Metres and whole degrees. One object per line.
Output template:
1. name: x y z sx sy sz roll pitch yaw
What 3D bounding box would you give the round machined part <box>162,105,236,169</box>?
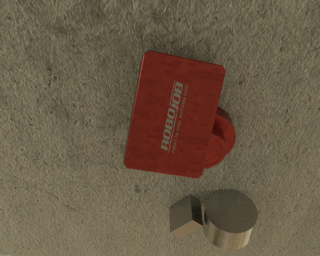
1. round machined part: 0.051 0.018 0.412 0.099 0.042 0.097 0 130 0

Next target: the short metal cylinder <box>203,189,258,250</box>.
1. short metal cylinder: 0.111 0.146 0.497 0.081 0.080 0.050 0 130 0

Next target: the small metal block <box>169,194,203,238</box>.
1. small metal block: 0.042 0.147 0.516 0.025 0.050 0.050 36 121 -27

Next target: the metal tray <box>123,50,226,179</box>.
1. metal tray: 0.014 -0.014 0.351 0.091 0.030 0.129 10 98 -9
